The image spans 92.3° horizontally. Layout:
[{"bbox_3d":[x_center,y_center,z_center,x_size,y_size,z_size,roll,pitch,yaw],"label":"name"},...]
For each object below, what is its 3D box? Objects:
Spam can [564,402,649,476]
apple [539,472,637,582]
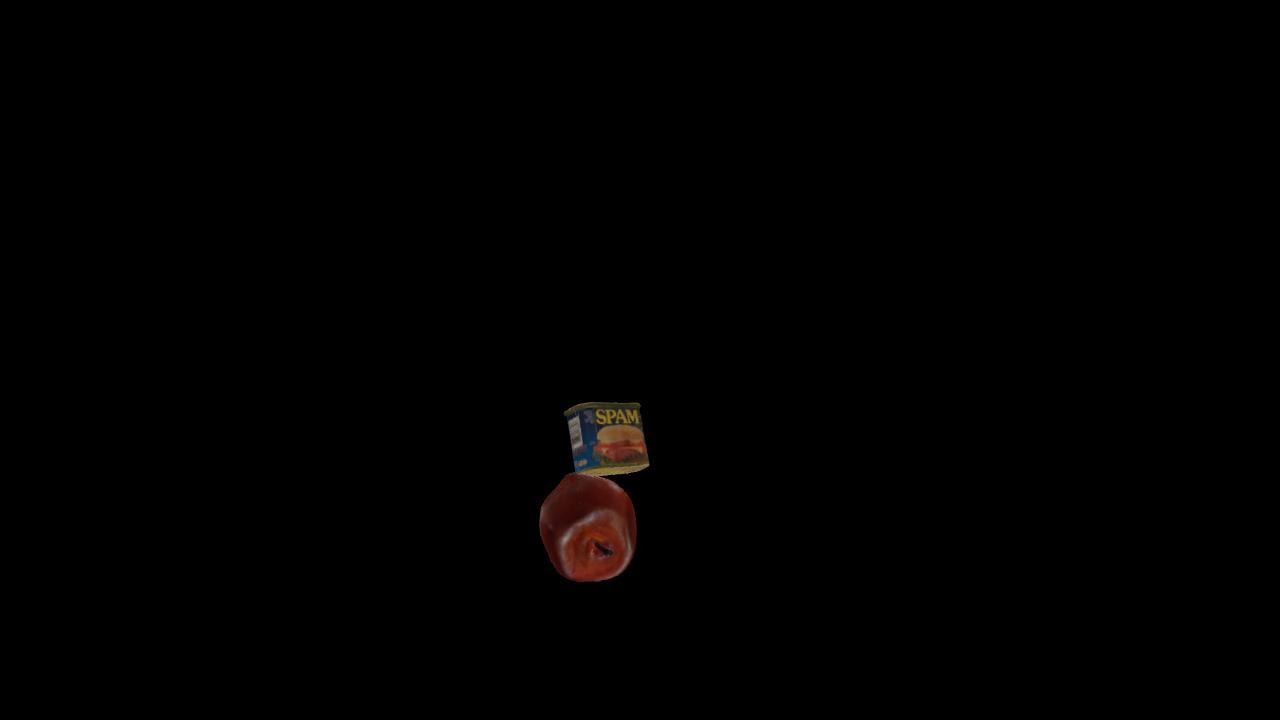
[{"bbox_3d":[-0.041,0.103,0.794,0.101,0.085,0.058,4,-23,-38],"label":"Spam can"},{"bbox_3d":[-0.039,0.128,0.477,0.079,0.079,0.093,0,14,-19],"label":"apple"}]
